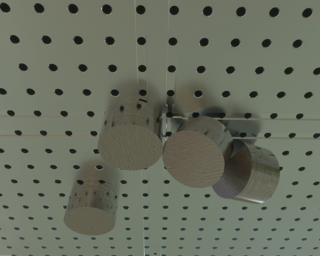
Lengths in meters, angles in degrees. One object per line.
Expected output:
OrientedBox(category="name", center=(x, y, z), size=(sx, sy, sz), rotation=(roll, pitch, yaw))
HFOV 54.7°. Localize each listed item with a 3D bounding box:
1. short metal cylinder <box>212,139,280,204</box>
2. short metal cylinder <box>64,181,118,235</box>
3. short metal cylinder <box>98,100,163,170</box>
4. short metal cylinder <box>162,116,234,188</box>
OrientedBox(category="short metal cylinder", center=(0.113, 0.060, 0.422), size=(0.050, 0.080, 0.080), rotation=(17, 129, -27))
OrientedBox(category="short metal cylinder", center=(-0.111, 0.132, 0.506), size=(0.081, 0.050, 0.079), rotation=(0, 130, 0))
OrientedBox(category="short metal cylinder", center=(-0.037, 0.010, 0.403), size=(0.081, 0.050, 0.079), rotation=(0, 130, 0))
OrientedBox(category="short metal cylinder", center=(0.050, 0.030, 0.400), size=(0.080, 0.050, 0.079), rotation=(10, 117, 22))
